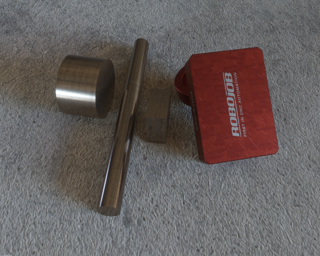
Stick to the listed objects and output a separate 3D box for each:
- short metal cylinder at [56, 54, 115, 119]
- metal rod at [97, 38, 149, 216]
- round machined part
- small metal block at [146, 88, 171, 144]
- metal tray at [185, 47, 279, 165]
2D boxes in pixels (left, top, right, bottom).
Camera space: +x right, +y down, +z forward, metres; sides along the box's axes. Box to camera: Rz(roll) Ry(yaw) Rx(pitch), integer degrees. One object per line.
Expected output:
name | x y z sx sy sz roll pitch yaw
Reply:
short metal cylinder | -0.096 -0.055 0.413 0.050 0.080 0.080 8 51 7
metal rod | -0.043 -0.026 0.424 0.025 0.025 0.300 4 50 3
round machined part | 0.073 -0.059 0.429 0.098 0.042 0.098 -13 40 11
small metal block | -0.002 -0.015 0.400 0.025 0.050 0.050 5 50 4
metal tray | 0.085 -0.027 0.376 0.091 0.030 0.129 -8 88 -7
